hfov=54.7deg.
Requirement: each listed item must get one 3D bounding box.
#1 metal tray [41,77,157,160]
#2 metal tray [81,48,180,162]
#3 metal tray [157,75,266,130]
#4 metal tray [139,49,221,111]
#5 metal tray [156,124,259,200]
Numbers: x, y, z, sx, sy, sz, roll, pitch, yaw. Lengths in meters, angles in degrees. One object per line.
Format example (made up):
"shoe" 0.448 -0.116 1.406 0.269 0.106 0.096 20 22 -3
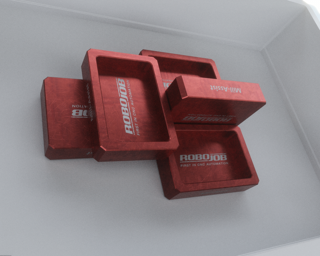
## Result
"metal tray" -0.069 -0.012 0.369 0.131 0.030 0.090 0 62 -29
"metal tray" -0.037 -0.028 0.359 0.091 0.030 0.130 1 61 -28
"metal tray" 0.062 -0.026 0.412 0.131 0.090 0.030 1 62 -28
"metal tray" 0.033 -0.065 0.460 0.131 0.030 0.090 1 61 -28
"metal tray" 0.061 0.041 0.409 0.131 0.030 0.090 1 62 -28
